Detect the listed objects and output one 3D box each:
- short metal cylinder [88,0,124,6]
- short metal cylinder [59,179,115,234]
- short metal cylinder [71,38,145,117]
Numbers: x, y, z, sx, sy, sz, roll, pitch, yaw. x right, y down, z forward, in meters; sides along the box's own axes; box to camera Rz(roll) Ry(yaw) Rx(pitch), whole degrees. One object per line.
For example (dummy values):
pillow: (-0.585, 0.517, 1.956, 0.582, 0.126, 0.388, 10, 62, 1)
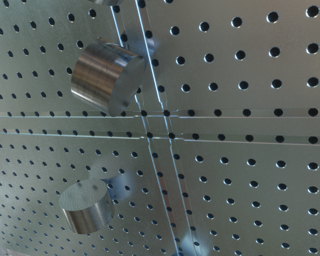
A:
short metal cylinder: (-0.062, -0.167, 0.305, 0.080, 0.080, 0.050, 40, 129, 1)
short metal cylinder: (-0.122, 0.130, 0.520, 0.080, 0.080, 0.050, 3, 120, 27)
short metal cylinder: (-0.060, -0.060, 0.371, 0.050, 0.080, 0.079, 28, 128, 11)
